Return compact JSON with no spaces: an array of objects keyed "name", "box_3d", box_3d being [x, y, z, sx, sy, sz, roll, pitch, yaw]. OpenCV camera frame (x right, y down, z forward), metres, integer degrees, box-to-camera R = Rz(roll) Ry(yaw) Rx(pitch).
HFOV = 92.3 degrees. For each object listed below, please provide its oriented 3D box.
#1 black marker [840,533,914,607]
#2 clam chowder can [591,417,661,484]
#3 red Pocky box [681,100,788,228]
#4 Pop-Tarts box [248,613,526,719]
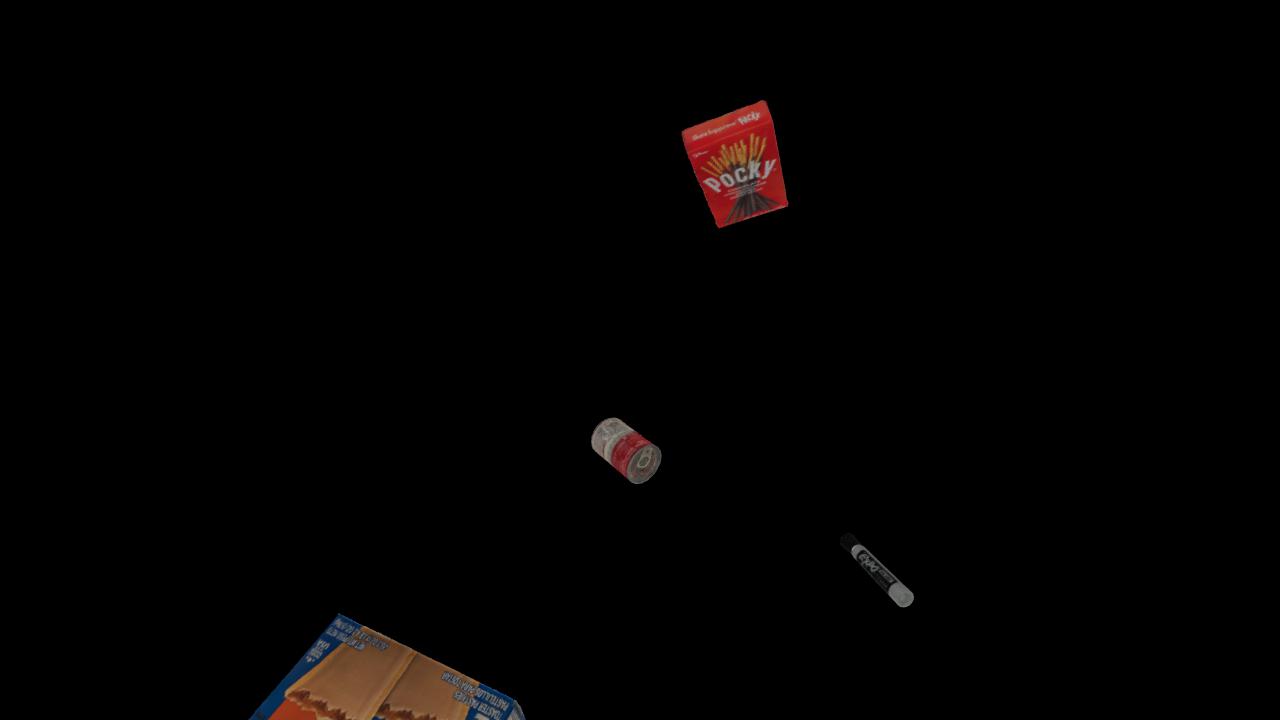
[{"name":"black marker","box_3d":[0.248,0.219,0.655,0.020,0.020,0.121,0,12,-10]},{"name":"clam chowder can","box_3d":[-0.024,0.142,0.976,0.068,0.068,0.102,0,22,-42]},{"name":"red Pocky box","box_3d":[0.100,-0.190,0.623,0.083,0.028,0.155,-15,-20,15]},{"name":"Pop-Tarts box","box_3d":[-0.178,0.275,0.407,0.167,0.083,0.141,11,42,24]}]
